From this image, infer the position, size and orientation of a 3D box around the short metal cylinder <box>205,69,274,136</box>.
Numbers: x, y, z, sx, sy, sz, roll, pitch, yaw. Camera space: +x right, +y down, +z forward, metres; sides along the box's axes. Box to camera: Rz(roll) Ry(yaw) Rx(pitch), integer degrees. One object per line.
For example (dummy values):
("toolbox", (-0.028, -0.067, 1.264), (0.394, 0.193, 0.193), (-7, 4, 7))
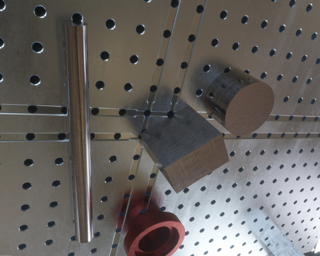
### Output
("short metal cylinder", (0.110, -0.036, 0.433), (0.081, 0.050, 0.079), (-14, 124, -21))

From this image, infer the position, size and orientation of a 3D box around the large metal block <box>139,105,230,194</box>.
("large metal block", (0.031, 0.025, 0.408), (0.080, 0.080, 0.050), (-30, 129, -9))

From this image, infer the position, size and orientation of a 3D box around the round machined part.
("round machined part", (-0.013, 0.172, 0.500), (0.099, 0.042, 0.097), (-14, 124, -21))

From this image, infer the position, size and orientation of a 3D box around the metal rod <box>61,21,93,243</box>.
("metal rod", (-0.096, 0.027, 0.375), (0.025, 0.025, 0.298), (-9, 122, -24))

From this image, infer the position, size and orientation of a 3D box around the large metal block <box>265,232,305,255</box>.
("large metal block", (0.301, 0.308, 0.730), (0.050, 0.080, 0.080), (-33, 129, -7))
